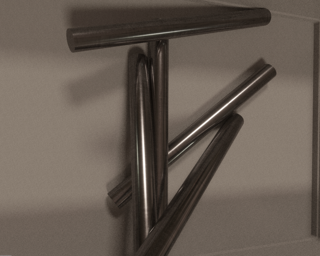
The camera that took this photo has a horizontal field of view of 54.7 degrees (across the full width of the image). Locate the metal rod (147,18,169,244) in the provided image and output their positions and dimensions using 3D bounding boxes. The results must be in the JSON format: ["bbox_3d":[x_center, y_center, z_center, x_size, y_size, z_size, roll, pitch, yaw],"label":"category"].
[{"bbox_3d":[-0.002,0.007,0.389,0.025,0.025,0.298,4,81,-20],"label":"metal rod"}]

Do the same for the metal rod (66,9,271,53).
[{"bbox_3d":[0.033,-0.130,0.398,0.303,0.025,0.025,-17,96,-29],"label":"metal rod"}]

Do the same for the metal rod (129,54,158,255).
[{"bbox_3d":[-0.019,0.047,0.341,0.025,0.025,0.299,6,64,-20],"label":"metal rod"}]

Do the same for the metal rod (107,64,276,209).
[{"bbox_3d":[0.055,0.002,0.431,0.301,0.025,0.025,-39,103,-16],"label":"metal rod"}]

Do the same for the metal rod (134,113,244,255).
[{"bbox_3d":[0.039,0.065,0.348,0.025,0.025,0.301,56,43,-12],"label":"metal rod"}]
